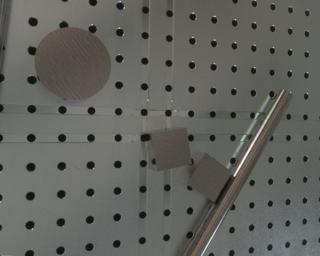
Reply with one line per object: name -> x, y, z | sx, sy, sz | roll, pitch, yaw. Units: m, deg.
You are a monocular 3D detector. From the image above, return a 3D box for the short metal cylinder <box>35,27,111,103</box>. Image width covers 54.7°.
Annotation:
short metal cylinder -> -0.102, -0.070, 0.361 | 0.081, 0.050, 0.079 | 0, 90, -20

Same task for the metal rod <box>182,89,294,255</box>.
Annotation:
metal rod -> 0.116, 0.070, 0.455 | 0.025, 0.025, 0.300 | 37, 78, -17

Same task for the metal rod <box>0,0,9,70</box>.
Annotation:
metal rod -> -0.184, -0.124, 0.344 | 0.025, 0.025, 0.298 | 7, 88, -20

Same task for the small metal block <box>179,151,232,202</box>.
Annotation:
small metal block -> 0.064, 0.068, 0.437 | 0.050, 0.025, 0.050 | 36, 78, -17

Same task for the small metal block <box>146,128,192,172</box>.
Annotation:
small metal block -> 0.012, 0.028, 0.417 | 0.050, 0.025, 0.050 | -10, 93, -20
